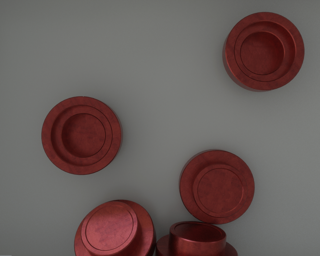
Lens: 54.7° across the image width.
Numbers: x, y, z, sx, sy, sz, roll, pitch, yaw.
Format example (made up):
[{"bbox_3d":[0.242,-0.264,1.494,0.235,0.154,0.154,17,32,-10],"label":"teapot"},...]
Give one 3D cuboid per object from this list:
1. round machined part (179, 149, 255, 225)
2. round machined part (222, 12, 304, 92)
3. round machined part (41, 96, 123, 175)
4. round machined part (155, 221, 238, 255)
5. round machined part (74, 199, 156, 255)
[{"bbox_3d":[0.075,0.078,0.403,0.099,0.042,0.097,0,90,0],"label":"round machined part"},{"bbox_3d":[0.130,-0.095,0.404,0.099,0.042,0.097,0,90,0],"label":"round machined part"},{"bbox_3d":[-0.097,0.009,0.402,0.099,0.042,0.097,0,90,0],"label":"round machined part"},{"bbox_3d":[0.044,0.144,0.375,0.099,0.098,0.042,4,93,0],"label":"round machined part"},{"bbox_3d":[-0.056,0.129,0.375,0.099,0.042,0.098,-5,45,6],"label":"round machined part"}]
